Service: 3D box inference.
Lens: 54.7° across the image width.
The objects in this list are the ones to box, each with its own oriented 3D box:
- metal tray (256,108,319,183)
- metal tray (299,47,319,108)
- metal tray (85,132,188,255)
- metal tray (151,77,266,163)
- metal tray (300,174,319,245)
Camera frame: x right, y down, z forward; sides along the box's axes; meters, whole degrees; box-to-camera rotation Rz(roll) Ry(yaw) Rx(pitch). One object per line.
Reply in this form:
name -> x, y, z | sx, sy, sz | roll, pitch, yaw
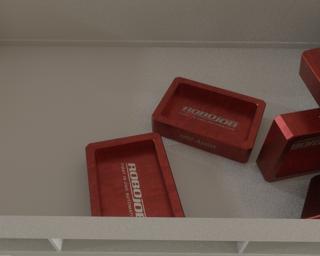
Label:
metal tray -> 0.184, 0.015, 0.350 | 0.131, 0.090, 0.030 | -10, 51, -8
metal tray -> 0.224, -0.055, 0.313 | 0.131, 0.030, 0.090 | -13, 48, 6
metal tray -> -0.030, 0.069, 0.343 | 0.091, 0.030, 0.130 | -10, 51, -9
metal tray -> 0.065, -0.015, 0.414 | 0.130, 0.030, 0.090 | 18, 52, 15
metal tray -> 0.201, 0.055, 0.279 | 0.030, 0.130, 0.091 | 58, 37, 0
